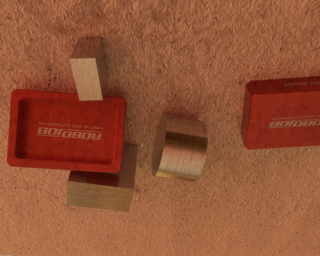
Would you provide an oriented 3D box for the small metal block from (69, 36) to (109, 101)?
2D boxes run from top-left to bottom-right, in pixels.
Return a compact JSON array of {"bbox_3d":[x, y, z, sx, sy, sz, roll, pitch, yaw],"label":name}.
[{"bbox_3d":[-0.075,-0.065,0.335,0.025,0.050,0.050,-1,130,1],"label":"small metal block"}]

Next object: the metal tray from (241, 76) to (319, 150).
[{"bbox_3d":[0.174,-0.018,0.391,0.131,0.030,0.089,-4,130,3],"label":"metal tray"}]

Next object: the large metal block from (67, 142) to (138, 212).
[{"bbox_3d":[-0.076,0.062,0.423,0.081,0.080,0.050,9,130,-8],"label":"large metal block"}]

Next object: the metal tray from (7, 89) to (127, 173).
[{"bbox_3d":[-0.109,0.004,0.373,0.131,0.030,0.089,4,91,-4],"label":"metal tray"}]

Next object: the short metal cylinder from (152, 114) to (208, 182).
[{"bbox_3d":[0.023,0.026,0.393,0.050,0.080,0.079,10,129,-9],"label":"short metal cylinder"}]
